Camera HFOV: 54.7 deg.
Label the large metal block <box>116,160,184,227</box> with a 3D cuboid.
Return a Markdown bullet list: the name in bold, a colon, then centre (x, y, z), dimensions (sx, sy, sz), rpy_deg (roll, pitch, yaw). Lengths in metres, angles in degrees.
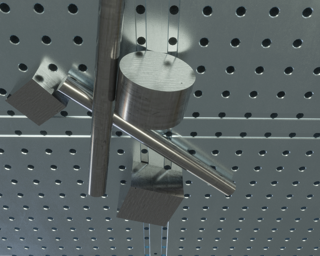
- **large metal block**: centre (-0.016, 0.104, 0.484), dimensions (0.081, 0.050, 0.079), rpy_deg (15, 129, -13)

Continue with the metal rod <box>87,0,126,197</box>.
- **metal rod**: centre (-0.063, -0.038, 0.350), dimensions (0.025, 0.025, 0.298), rpy_deg (7, 122, -6)

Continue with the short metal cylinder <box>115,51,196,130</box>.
- **short metal cylinder**: centre (-0.007, -0.043, 0.339), dimensions (0.081, 0.080, 0.050), rpy_deg (8, 130, -7)

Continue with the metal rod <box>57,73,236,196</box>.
- **metal rod**: centre (-0.001, 0.021, 0.429), dimensions (0.301, 0.025, 0.025), rpy_deg (34, 122, -26)

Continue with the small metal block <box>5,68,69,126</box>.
- **small metal block**: centre (-0.148, -0.037, 0.379), dimensions (0.050, 0.025, 0.050), rpy_deg (-30, 124, 23)
